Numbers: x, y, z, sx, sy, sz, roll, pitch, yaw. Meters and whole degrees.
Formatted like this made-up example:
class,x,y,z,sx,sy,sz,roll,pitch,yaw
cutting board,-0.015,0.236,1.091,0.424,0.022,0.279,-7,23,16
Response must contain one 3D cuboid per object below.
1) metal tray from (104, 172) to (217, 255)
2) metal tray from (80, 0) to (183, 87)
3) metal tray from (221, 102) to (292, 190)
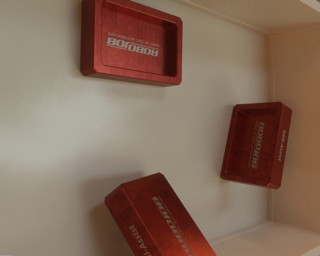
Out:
class,x,y,z,sx,sy,sz,roll,pitch,yaw
metal tray,0.005,0.117,0.346,0.130,0.030,0.090,55,24,16
metal tray,-0.029,-0.102,0.379,0.131,0.030,0.089,1,89,-40
metal tray,0.153,0.026,0.495,0.030,0.090,0.129,22,76,-38
